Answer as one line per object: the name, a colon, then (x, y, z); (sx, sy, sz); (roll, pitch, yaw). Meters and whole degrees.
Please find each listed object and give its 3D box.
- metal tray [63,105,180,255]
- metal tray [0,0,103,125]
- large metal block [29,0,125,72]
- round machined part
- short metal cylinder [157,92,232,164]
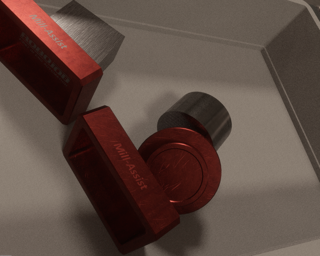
metal tray: (-0.045, 0.054, 0.307); (0.030, 0.090, 0.130); (-25, 76, -37)
metal tray: (-0.129, -0.075, 0.340); (0.130, 0.090, 0.030); (45, 51, 2)
large metal block: (-0.105, -0.105, 0.398); (0.080, 0.050, 0.080); (35, 51, -6)
round machined part: (0.018, 0.048, 0.341); (0.099, 0.042, 0.097); (0, 93, 5)
short metal cylinder: (0.044, 0.000, 0.395); (0.080, 0.080, 0.050); (45, 51, 2)
